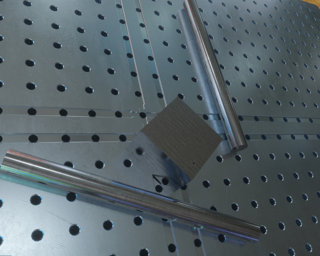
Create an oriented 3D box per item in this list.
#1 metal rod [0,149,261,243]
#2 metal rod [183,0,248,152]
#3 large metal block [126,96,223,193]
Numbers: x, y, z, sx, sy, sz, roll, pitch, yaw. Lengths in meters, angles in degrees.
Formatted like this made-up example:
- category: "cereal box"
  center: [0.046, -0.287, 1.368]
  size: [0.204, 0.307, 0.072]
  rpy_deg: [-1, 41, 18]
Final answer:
- category: "metal rod"
  center: [-0.017, 0.082, 0.348]
  size: [0.302, 0.025, 0.025]
  rpy_deg: [20, 54, -16]
- category: "metal rod"
  center: [0.086, -0.102, 0.516]
  size: [0.025, 0.025, 0.299]
  rpy_deg: [1, 61, -28]
- category: "large metal block"
  center: [0.019, 0.020, 0.390]
  size: [0.080, 0.050, 0.080]
  rpy_deg: [44, 51, 2]
